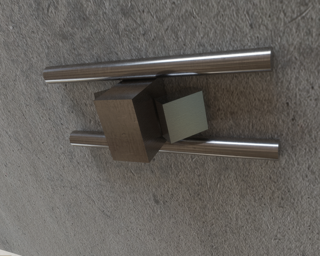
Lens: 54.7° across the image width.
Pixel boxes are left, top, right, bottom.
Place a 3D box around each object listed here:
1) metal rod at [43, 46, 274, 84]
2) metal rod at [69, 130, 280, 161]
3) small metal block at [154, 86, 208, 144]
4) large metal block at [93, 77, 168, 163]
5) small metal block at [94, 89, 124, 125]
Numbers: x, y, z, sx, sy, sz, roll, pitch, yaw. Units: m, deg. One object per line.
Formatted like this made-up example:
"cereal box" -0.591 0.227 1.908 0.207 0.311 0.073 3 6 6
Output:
"metal rod" -0.023 -0.072 0.374 0.301 0.025 0.025 2 119 27
"metal rod" 0.001 0.021 0.419 0.301 0.025 0.025 2 119 27
"small metal block" 0.026 -0.016 0.366 0.025 0.050 0.050 40 147 60
"large metal block" -0.026 -0.014 0.379 0.050 0.080 0.079 1 119 27
"small metal block" -0.067 -0.020 0.412 0.025 0.050 0.050 -17 116 -8
